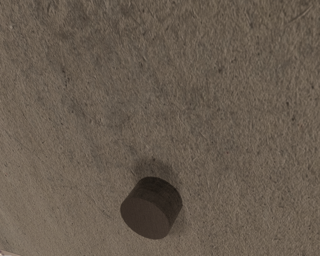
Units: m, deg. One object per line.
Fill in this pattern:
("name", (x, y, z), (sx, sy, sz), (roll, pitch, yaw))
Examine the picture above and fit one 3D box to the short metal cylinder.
("short metal cylinder", (-0.013, 0.121, 0.471), (0.080, 0.050, 0.079), (13, 124, 20))
